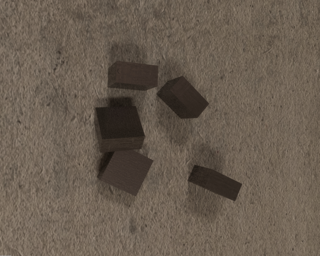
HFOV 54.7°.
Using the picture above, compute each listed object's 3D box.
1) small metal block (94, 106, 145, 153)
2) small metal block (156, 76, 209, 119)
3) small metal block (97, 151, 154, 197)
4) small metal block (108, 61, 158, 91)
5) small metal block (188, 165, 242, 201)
[{"bbox_3d":[-0.050,0.001,0.377,0.050,0.025,0.050,-4,50,-20],"label":"small metal block"},{"bbox_3d":[0.029,-0.039,0.407,0.050,0.050,0.025,44,76,-15],"label":"small metal block"},{"bbox_3d":[-0.044,0.052,0.394,0.050,0.025,0.050,29,80,-18],"label":"small metal block"},{"bbox_3d":[-0.035,-0.063,0.384,0.050,0.050,0.025,3,89,-20],"label":"small metal block"},{"bbox_3d":[0.074,0.075,0.425,0.050,0.050,0.025,27,81,-19],"label":"small metal block"}]
